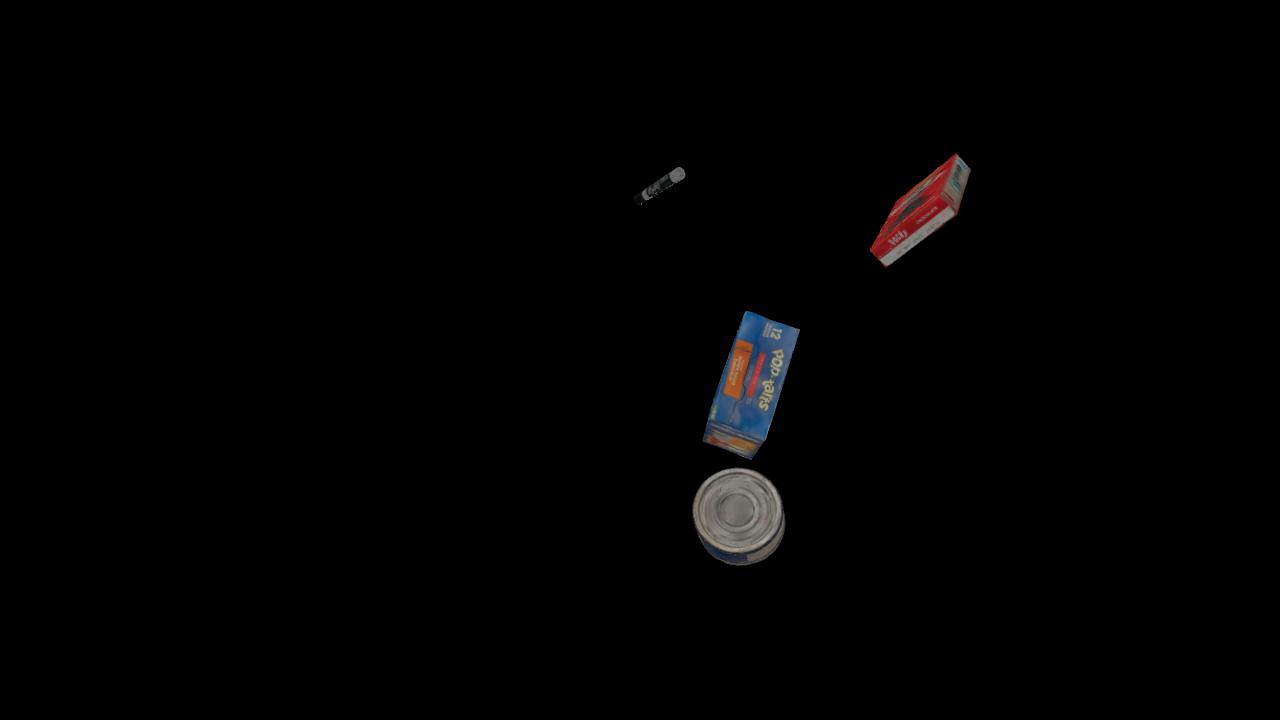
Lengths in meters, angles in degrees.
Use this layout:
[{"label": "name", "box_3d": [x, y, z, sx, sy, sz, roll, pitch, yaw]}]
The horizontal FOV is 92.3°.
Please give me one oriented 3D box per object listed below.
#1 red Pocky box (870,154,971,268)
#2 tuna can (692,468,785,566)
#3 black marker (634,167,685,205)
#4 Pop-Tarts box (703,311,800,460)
[{"label": "red Pocky box", "box_3d": [0.288, -0.155, 0.629, 0.083, 0.028, 0.155, -44, 1, 43]}, {"label": "tuna can", "box_3d": [0.091, 0.143, 0.568, 0.084, 0.084, 0.034, 0, -34, 16]}, {"label": "black marker", "box_3d": [0.027, -0.265, 0.945, 0.020, 0.020, 0.121, 0, -7, -33]}, {"label": "Pop-Tarts box", "box_3d": [0.155, 0.040, 0.881, 0.083, 0.167, 0.141, 18, -17, 8]}]
